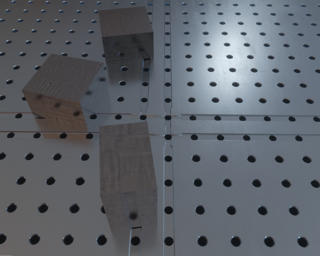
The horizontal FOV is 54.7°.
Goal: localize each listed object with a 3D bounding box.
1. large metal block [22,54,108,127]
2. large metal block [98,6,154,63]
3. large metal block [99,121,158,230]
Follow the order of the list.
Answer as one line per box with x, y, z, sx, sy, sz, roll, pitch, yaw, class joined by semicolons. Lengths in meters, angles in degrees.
-0.128;-0.054;0.435;0.080;0.050;0.080;12;51;9;large metal block
-0.058;-0.159;0.525;0.081;0.050;0.080;-8;51;-7;large metal block
-0.033;0.051;0.328;0.050;0.080;0.080;-6;50;-5;large metal block
